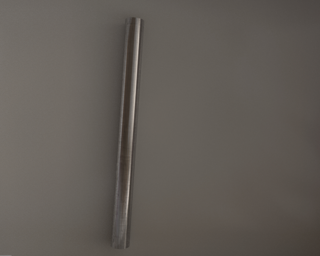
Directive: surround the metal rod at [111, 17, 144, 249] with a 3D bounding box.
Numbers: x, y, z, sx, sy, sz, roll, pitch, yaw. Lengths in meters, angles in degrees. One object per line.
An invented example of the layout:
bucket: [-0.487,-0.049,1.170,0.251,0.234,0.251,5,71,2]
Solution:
metal rod: [-0.043,0.007,0.411,0.025,0.025,0.298,4,90,0]
